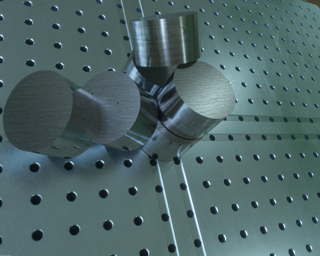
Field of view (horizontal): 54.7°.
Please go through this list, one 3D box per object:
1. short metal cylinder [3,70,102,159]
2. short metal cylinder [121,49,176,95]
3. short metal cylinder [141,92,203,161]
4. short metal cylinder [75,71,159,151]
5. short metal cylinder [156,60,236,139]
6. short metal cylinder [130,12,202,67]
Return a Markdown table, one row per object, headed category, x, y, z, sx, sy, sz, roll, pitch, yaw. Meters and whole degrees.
| category | x | y | z | sx | sy | sz | roll | pitch | yaw |
| --- | --- | --- | --- | --- | --- | --- | --- | --- | --- |
| short metal cylinder | -0.107 | -0.012 | 0.314 | 0.050 | 0.080 | 0.080 | 34 | 33 | -65 |
| short metal cylinder | -0.010 | -0.075 | 0.432 | 0.081 | 0.050 | 0.080 | 13 | 56 | -21 |
| short metal cylinder | 0.013 | -0.004 | 0.400 | 0.081 | 0.050 | 0.080 | 14 | 56 | -21 |
| short metal cylinder | -0.048 | -0.017 | 0.348 | 0.050 | 0.080 | 0.080 | 33 | 34 | -65 |
| short metal cylinder | 0.041 | -0.033 | 0.368 | 0.081 | 0.050 | 0.080 | 13 | 56 | -21 |
| short metal cylinder | 0.008 | -0.107 | 0.369 | 0.081 | 0.080 | 0.050 | -27 | 120 | -37 |
